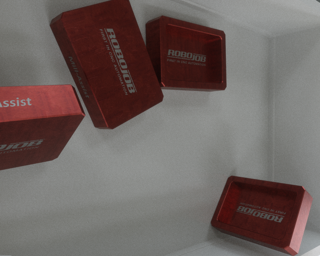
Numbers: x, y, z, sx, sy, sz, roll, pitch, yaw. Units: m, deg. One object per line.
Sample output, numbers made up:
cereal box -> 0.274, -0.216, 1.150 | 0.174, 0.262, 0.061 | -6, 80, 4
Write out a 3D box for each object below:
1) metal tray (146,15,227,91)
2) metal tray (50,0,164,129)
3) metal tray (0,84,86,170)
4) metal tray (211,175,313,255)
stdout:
metal tray -> 0.041, -0.099, 0.439 | 0.131, 0.030, 0.089 | -3, 92, -40
metal tray -> -0.056, -0.074, 0.358 | 0.091, 0.030, 0.129 | -33, 111, -35
metal tray -> -0.138, 0.005, 0.247 | 0.131, 0.090, 0.030 | -9, 65, -40
metal tray -> 0.149, 0.125, 0.467 | 0.030, 0.130, 0.090 | 41, 65, -33
